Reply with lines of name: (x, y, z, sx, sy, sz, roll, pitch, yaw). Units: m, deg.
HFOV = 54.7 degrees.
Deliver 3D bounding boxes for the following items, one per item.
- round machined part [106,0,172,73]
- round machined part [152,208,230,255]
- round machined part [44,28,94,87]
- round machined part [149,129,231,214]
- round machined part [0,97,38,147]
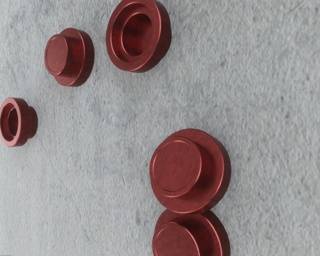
round machined part: (-0.024, -0.122, 0.411, 0.098, 0.042, 0.097, 0, 90, 39)
round machined part: (0.030, 0.141, 0.368, 0.098, 0.042, 0.097, 0, 90, 39)
round machined part: (-0.158, -0.120, 0.521, 0.098, 0.042, 0.097, 0, 90, 39)
round machined part: (0.027, 0.047, 0.353, 0.098, 0.042, 0.098, -14, 65, 33)
round machined part: (-0.283, -0.012, 0.623, 0.098, 0.042, 0.097, 0, 90, 39)
